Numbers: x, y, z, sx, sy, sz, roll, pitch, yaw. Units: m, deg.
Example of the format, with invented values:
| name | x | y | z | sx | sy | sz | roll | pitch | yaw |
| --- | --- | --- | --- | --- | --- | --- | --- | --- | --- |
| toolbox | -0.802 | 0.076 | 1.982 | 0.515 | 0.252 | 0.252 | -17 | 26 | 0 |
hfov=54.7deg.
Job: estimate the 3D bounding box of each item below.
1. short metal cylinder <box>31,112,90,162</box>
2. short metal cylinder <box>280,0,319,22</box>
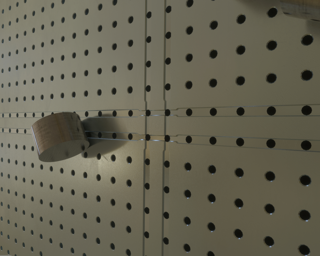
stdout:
| name | x | y | z | sx | sy | sz | roll | pitch | yaw |
| --- | --- | --- | --- | --- | --- | --- | --- | --- | --- |
| short metal cylinder | -0.162 | 0.016 | 0.504 | 0.080 | 0.081 | 0.050 | -36 | 68 | 34 |
| short metal cylinder | 0.143 | -0.129 | 0.255 | 0.050 | 0.081 | 0.079 | 29 | 108 | 36 |
